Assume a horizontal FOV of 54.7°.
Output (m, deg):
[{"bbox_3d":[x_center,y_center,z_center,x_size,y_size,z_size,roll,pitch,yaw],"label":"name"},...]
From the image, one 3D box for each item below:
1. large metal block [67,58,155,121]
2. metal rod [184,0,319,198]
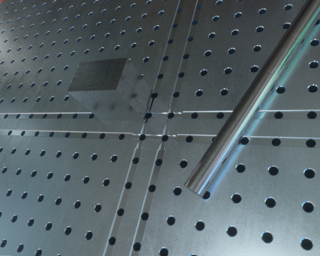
[{"bbox_3d":[-0.066,-0.051,0.437,0.080,0.080,0.050,2,63,28],"label":"large metal block"},{"bbox_3d":[0.122,-0.049,0.373,0.025,0.025,0.300,27,76,37],"label":"metal rod"}]
